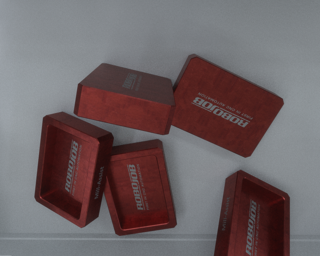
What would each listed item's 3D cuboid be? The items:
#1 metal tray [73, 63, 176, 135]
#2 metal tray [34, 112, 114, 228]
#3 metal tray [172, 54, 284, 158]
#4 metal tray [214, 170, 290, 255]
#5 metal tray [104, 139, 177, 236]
[{"bbox_3d":[-0.033,-0.038,0.341,0.091,0.130,0.030,13,110,-5],"label":"metal tray"},{"bbox_3d":[-0.116,0.054,0.406,0.090,0.030,0.129,22,111,21],"label":"metal tray"},{"bbox_3d":[0.078,-0.027,0.400,0.131,0.030,0.089,24,108,-9],"label":"metal tray"},{"bbox_3d":[0.125,0.131,0.408,0.090,0.130,0.030,27,141,-10],"label":"metal tray"},{"bbox_3d":[-0.031,0.086,0.439,0.091,0.030,0.129,-10,110,3],"label":"metal tray"}]
